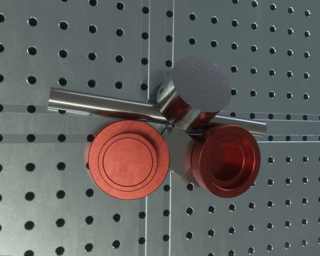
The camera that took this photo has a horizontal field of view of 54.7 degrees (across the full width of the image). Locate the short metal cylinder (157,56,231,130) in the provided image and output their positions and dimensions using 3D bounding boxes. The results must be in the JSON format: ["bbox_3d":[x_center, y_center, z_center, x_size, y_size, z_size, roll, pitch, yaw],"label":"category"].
[{"bbox_3d":[0.042,-0.044,0.395,0.081,0.050,0.080,10,61,-19],"label":"short metal cylinder"}]

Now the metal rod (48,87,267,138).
[{"bbox_3d":[0.012,-0.017,0.413,0.302,0.025,0.025,8,88,-20],"label":"metal rod"}]

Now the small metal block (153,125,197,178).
[{"bbox_3d":[0.021,0.031,0.417,0.050,0.025,0.050,38,78,-16],"label":"small metal block"}]

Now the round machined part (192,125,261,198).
[{"bbox_3d":[0.087,0.044,0.430,0.099,0.042,0.097,-1,93,-23],"label":"round machined part"}]

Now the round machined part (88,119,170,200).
[{"bbox_3d":[-0.037,0.038,0.372,0.099,0.042,0.097,0,91,-2],"label":"round machined part"}]
